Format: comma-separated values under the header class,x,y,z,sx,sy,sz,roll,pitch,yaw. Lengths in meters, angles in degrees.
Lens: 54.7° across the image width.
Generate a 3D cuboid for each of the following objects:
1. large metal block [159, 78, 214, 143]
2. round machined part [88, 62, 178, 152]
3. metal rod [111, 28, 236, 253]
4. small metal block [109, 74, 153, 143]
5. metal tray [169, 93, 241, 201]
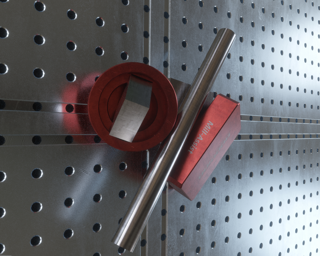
class,x,y,z,sx,sy,sz,roll,pitch,yaw
large metal block,0.022,-0.015,0.413,0.081,0.050,0.080,12,83,-40
round machined part,-0.033,-0.023,0.355,0.099,0.042,0.097,-1,93,-15
metal rod,0.026,-0.003,0.368,0.025,0.025,0.300,42,64,-32
small metal block,-0.031,-0.022,0.332,0.025,0.050,0.050,21,37,-13
metal tray,0.061,0.029,0.415,0.130,0.030,0.090,-53,154,-11
